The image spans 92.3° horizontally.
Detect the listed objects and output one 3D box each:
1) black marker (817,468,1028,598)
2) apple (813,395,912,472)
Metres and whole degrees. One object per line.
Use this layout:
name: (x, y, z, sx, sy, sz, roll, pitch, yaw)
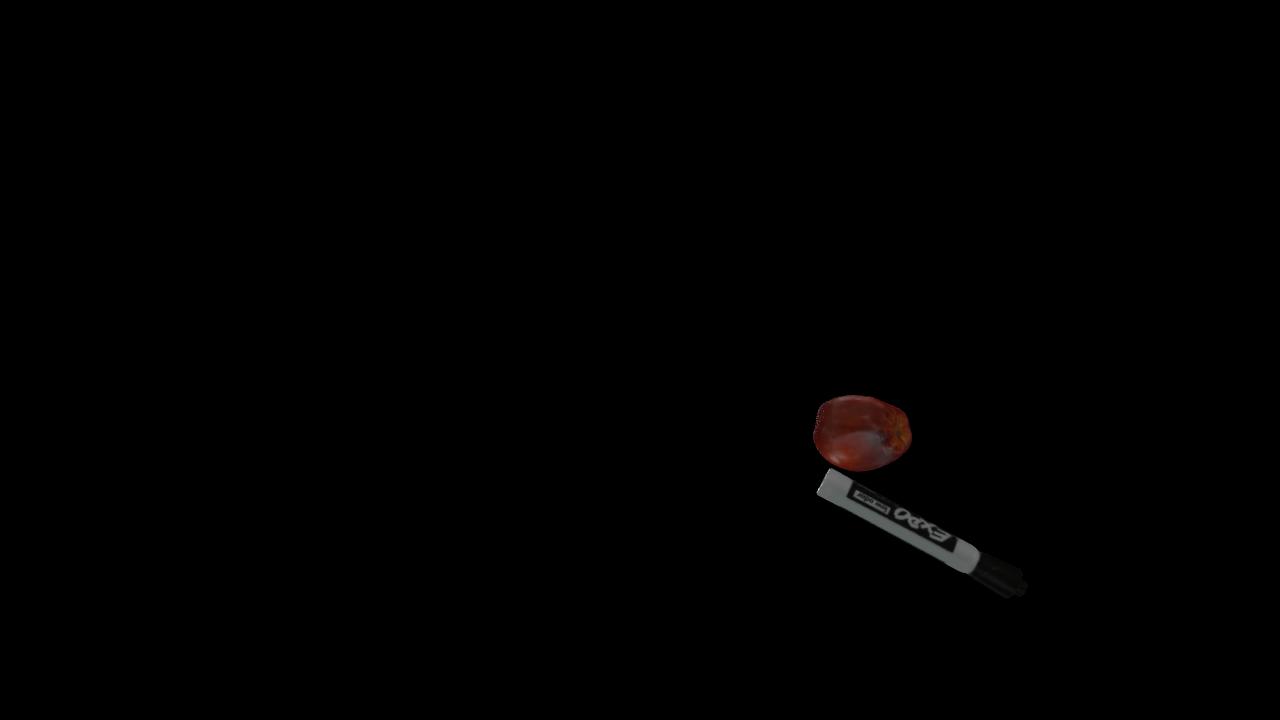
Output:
black marker: (0.164, 0.102, 0.362, 0.121, 0.020, 0.020, 28, 9, 17)
apple: (0.214, 0.072, 0.597, 0.079, 0.079, 0.093, 0, -9, -31)
